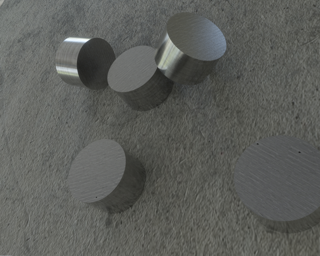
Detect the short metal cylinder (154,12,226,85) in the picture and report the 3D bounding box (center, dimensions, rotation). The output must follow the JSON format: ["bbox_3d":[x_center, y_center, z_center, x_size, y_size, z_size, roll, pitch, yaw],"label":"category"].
[{"bbox_3d":[0.038,-0.103,0.405,0.081,0.050,0.080,10,59,-16],"label":"short metal cylinder"}]

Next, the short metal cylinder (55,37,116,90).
[{"bbox_3d":[-0.117,-0.104,0.494,0.050,0.080,0.080,14,69,34],"label":"short metal cylinder"}]

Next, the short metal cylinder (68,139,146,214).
[{"bbox_3d":[-0.065,0.060,0.385,0.080,0.050,0.080,-13,56,21],"label":"short metal cylinder"}]

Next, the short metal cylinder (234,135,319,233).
[{"bbox_3d":[0.116,0.054,0.294,0.080,0.050,0.080,-13,56,21],"label":"short metal cylinder"}]

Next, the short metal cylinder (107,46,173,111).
[{"bbox_3d":[-0.028,-0.071,0.446,0.080,0.050,0.080,-13,56,21],"label":"short metal cylinder"}]
